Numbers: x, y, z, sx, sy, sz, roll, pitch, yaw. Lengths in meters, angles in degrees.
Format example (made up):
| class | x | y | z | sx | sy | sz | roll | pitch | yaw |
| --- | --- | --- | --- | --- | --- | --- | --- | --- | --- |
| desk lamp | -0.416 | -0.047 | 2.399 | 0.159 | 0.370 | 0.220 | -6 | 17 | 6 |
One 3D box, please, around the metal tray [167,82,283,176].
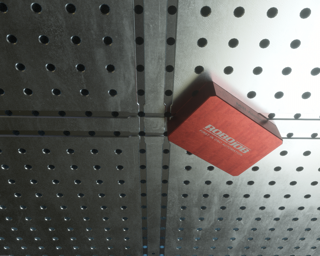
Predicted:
| class | x | y | z | sx | sy | sz | roll | pitch | yaw |
| --- | --- | --- | --- | --- | --- | --- | --- | --- | --- |
| metal tray | 0.086 | 0.007 | 0.416 | 0.131 | 0.030 | 0.090 | 30 | 124 | -23 |
